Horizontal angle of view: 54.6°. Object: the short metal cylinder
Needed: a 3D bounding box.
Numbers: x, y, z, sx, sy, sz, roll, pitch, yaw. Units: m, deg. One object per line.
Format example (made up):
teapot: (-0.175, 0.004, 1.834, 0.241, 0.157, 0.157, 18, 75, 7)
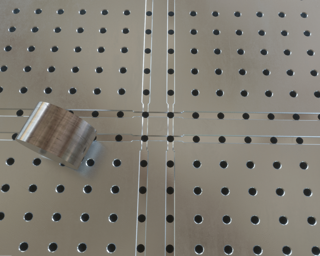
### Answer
short metal cylinder: (-0.125, 0.011, 0.378, 0.080, 0.080, 0.050, 22, 72, 8)
